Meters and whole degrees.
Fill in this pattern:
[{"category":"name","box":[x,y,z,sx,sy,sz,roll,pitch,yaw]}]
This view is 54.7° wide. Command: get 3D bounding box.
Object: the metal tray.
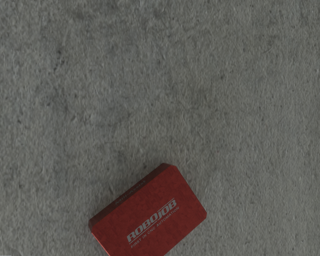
[{"category":"metal tray","box":[-0.013,0.118,0.403,0.131,0.030,0.090,-36,102,-17]}]
